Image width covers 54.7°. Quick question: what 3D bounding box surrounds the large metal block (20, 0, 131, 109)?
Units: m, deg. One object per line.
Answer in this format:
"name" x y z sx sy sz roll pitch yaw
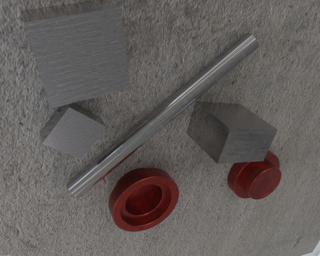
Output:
"large metal block" -0.079 -0.074 0.301 0.081 0.050 0.079 -17 126 -19

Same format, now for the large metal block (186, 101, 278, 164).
"large metal block" 0.096 0.004 0.426 0.081 0.080 0.050 1 118 -29

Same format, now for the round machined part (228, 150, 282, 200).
"round machined part" 0.172 0.086 0.543 0.099 0.042 0.097 -14 124 -21

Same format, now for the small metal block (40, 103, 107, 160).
"small metal block" -0.099 0.002 0.354 0.050 0.025 0.050 32 101 -38

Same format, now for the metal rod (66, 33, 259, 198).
"metal rod" 0.004 -0.017 0.398 0.300 0.025 0.025 -40 130 -1

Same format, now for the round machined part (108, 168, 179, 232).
"round machined part" -0.026 0.096 0.441 0.099 0.042 0.097 -14 124 -21
